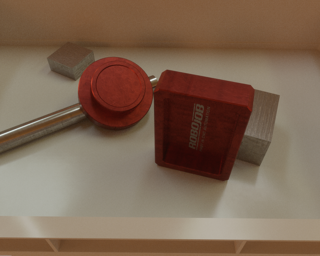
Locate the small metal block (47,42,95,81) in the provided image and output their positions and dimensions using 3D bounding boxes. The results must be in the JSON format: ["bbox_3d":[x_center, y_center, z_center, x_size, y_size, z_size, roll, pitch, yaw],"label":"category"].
[{"bbox_3d":[-0.140,-0.107,0.493,0.050,0.025,0.050,23,54,18],"label":"small metal block"}]

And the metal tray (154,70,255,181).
[{"bbox_3d":[0.041,0.003,0.335,0.090,0.129,0.030,12,51,10],"label":"metal tray"}]

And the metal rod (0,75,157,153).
[{"bbox_3d":[-0.138,-0.009,0.410,0.302,0.025,0.025,-24,54,-19],"label":"metal rod"}]

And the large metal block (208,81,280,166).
[{"bbox_3d":[0.101,-0.008,0.397,0.080,0.050,0.080,16,52,13],"label":"large metal block"}]

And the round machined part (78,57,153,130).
[{"bbox_3d":[-0.057,-0.048,0.406,0.099,0.042,0.098,3,77,-15],"label":"round machined part"}]
